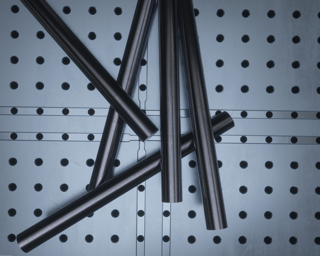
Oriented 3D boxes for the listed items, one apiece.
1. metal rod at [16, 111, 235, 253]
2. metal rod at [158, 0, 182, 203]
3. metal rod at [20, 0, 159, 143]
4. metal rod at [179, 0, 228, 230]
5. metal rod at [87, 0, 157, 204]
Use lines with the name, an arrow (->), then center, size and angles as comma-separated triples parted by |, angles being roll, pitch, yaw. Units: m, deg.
metal rod -> -0.036, 0.063, 0.394 | 0.301, 0.025, 0.025 | -30, 90, -8
metal rod -> 0.012, -0.061, 0.386 | 0.025, 0.025, 0.298 | -1, 84, -1
metal rod -> -0.109, -0.102, 0.395 | 0.025, 0.025, 0.300 | -41, 84, 0
metal rod -> 0.049, -0.028, 0.389 | 0.025, 0.025, 0.298 | -7, 80, -1
metal rod -> -0.050, -0.045, 0.412 | 0.025, 0.025, 0.298 | 15, 90, -1
